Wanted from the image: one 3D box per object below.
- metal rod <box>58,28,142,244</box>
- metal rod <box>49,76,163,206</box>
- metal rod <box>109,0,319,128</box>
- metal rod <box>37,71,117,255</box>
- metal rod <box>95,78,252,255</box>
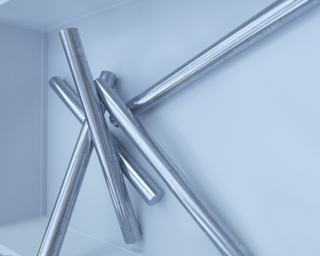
[{"bbox_3d":[-0.079,0.016,0.421,0.025,0.025,0.298,-10,99,39],"label":"metal rod"},{"bbox_3d":[-0.098,0.005,0.487,0.300,0.025,0.025,44,116,31],"label":"metal rod"},{"bbox_3d":[0.041,-0.071,0.373,0.299,0.025,0.025,-29,72,36],"label":"metal rod"},{"bbox_3d":[-0.112,0.054,0.419,0.025,0.025,0.299,-6,61,40],"label":"metal rod"},{"bbox_3d":[0.002,0.044,0.384,0.300,0.025,0.025,49,119,21],"label":"metal rod"}]
